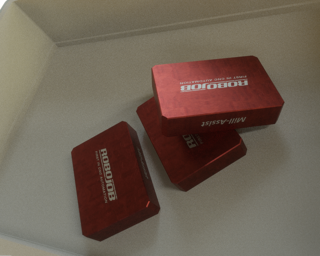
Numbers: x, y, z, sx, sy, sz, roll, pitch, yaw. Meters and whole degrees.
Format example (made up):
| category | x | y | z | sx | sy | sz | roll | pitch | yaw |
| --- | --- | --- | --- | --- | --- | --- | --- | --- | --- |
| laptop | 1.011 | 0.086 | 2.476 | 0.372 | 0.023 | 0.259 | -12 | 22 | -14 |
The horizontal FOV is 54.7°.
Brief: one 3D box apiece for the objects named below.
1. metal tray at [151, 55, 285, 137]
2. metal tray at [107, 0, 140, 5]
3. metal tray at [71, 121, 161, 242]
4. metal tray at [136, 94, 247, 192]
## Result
| category | x | y | z | sx | sy | sz | roll | pitch | yaw |
| --- | --- | --- | --- | --- | --- | --- | --- | --- | --- |
| metal tray | 0.061 | -0.040 | 0.355 | 0.131 | 0.030 | 0.090 | -7 | 48 | -5 |
| metal tray | -0.049 | -0.308 | 0.620 | 0.090 | 0.030 | 0.130 | 24 | 75 | 36 |
| metal tray | -0.061 | 0.064 | 0.396 | 0.090 | 0.030 | 0.130 | -28 | 52 | 10 |
| metal tray | 0.034 | 0.001 | 0.384 | 0.090 | 0.030 | 0.130 | -33 | 51 | 6 |
